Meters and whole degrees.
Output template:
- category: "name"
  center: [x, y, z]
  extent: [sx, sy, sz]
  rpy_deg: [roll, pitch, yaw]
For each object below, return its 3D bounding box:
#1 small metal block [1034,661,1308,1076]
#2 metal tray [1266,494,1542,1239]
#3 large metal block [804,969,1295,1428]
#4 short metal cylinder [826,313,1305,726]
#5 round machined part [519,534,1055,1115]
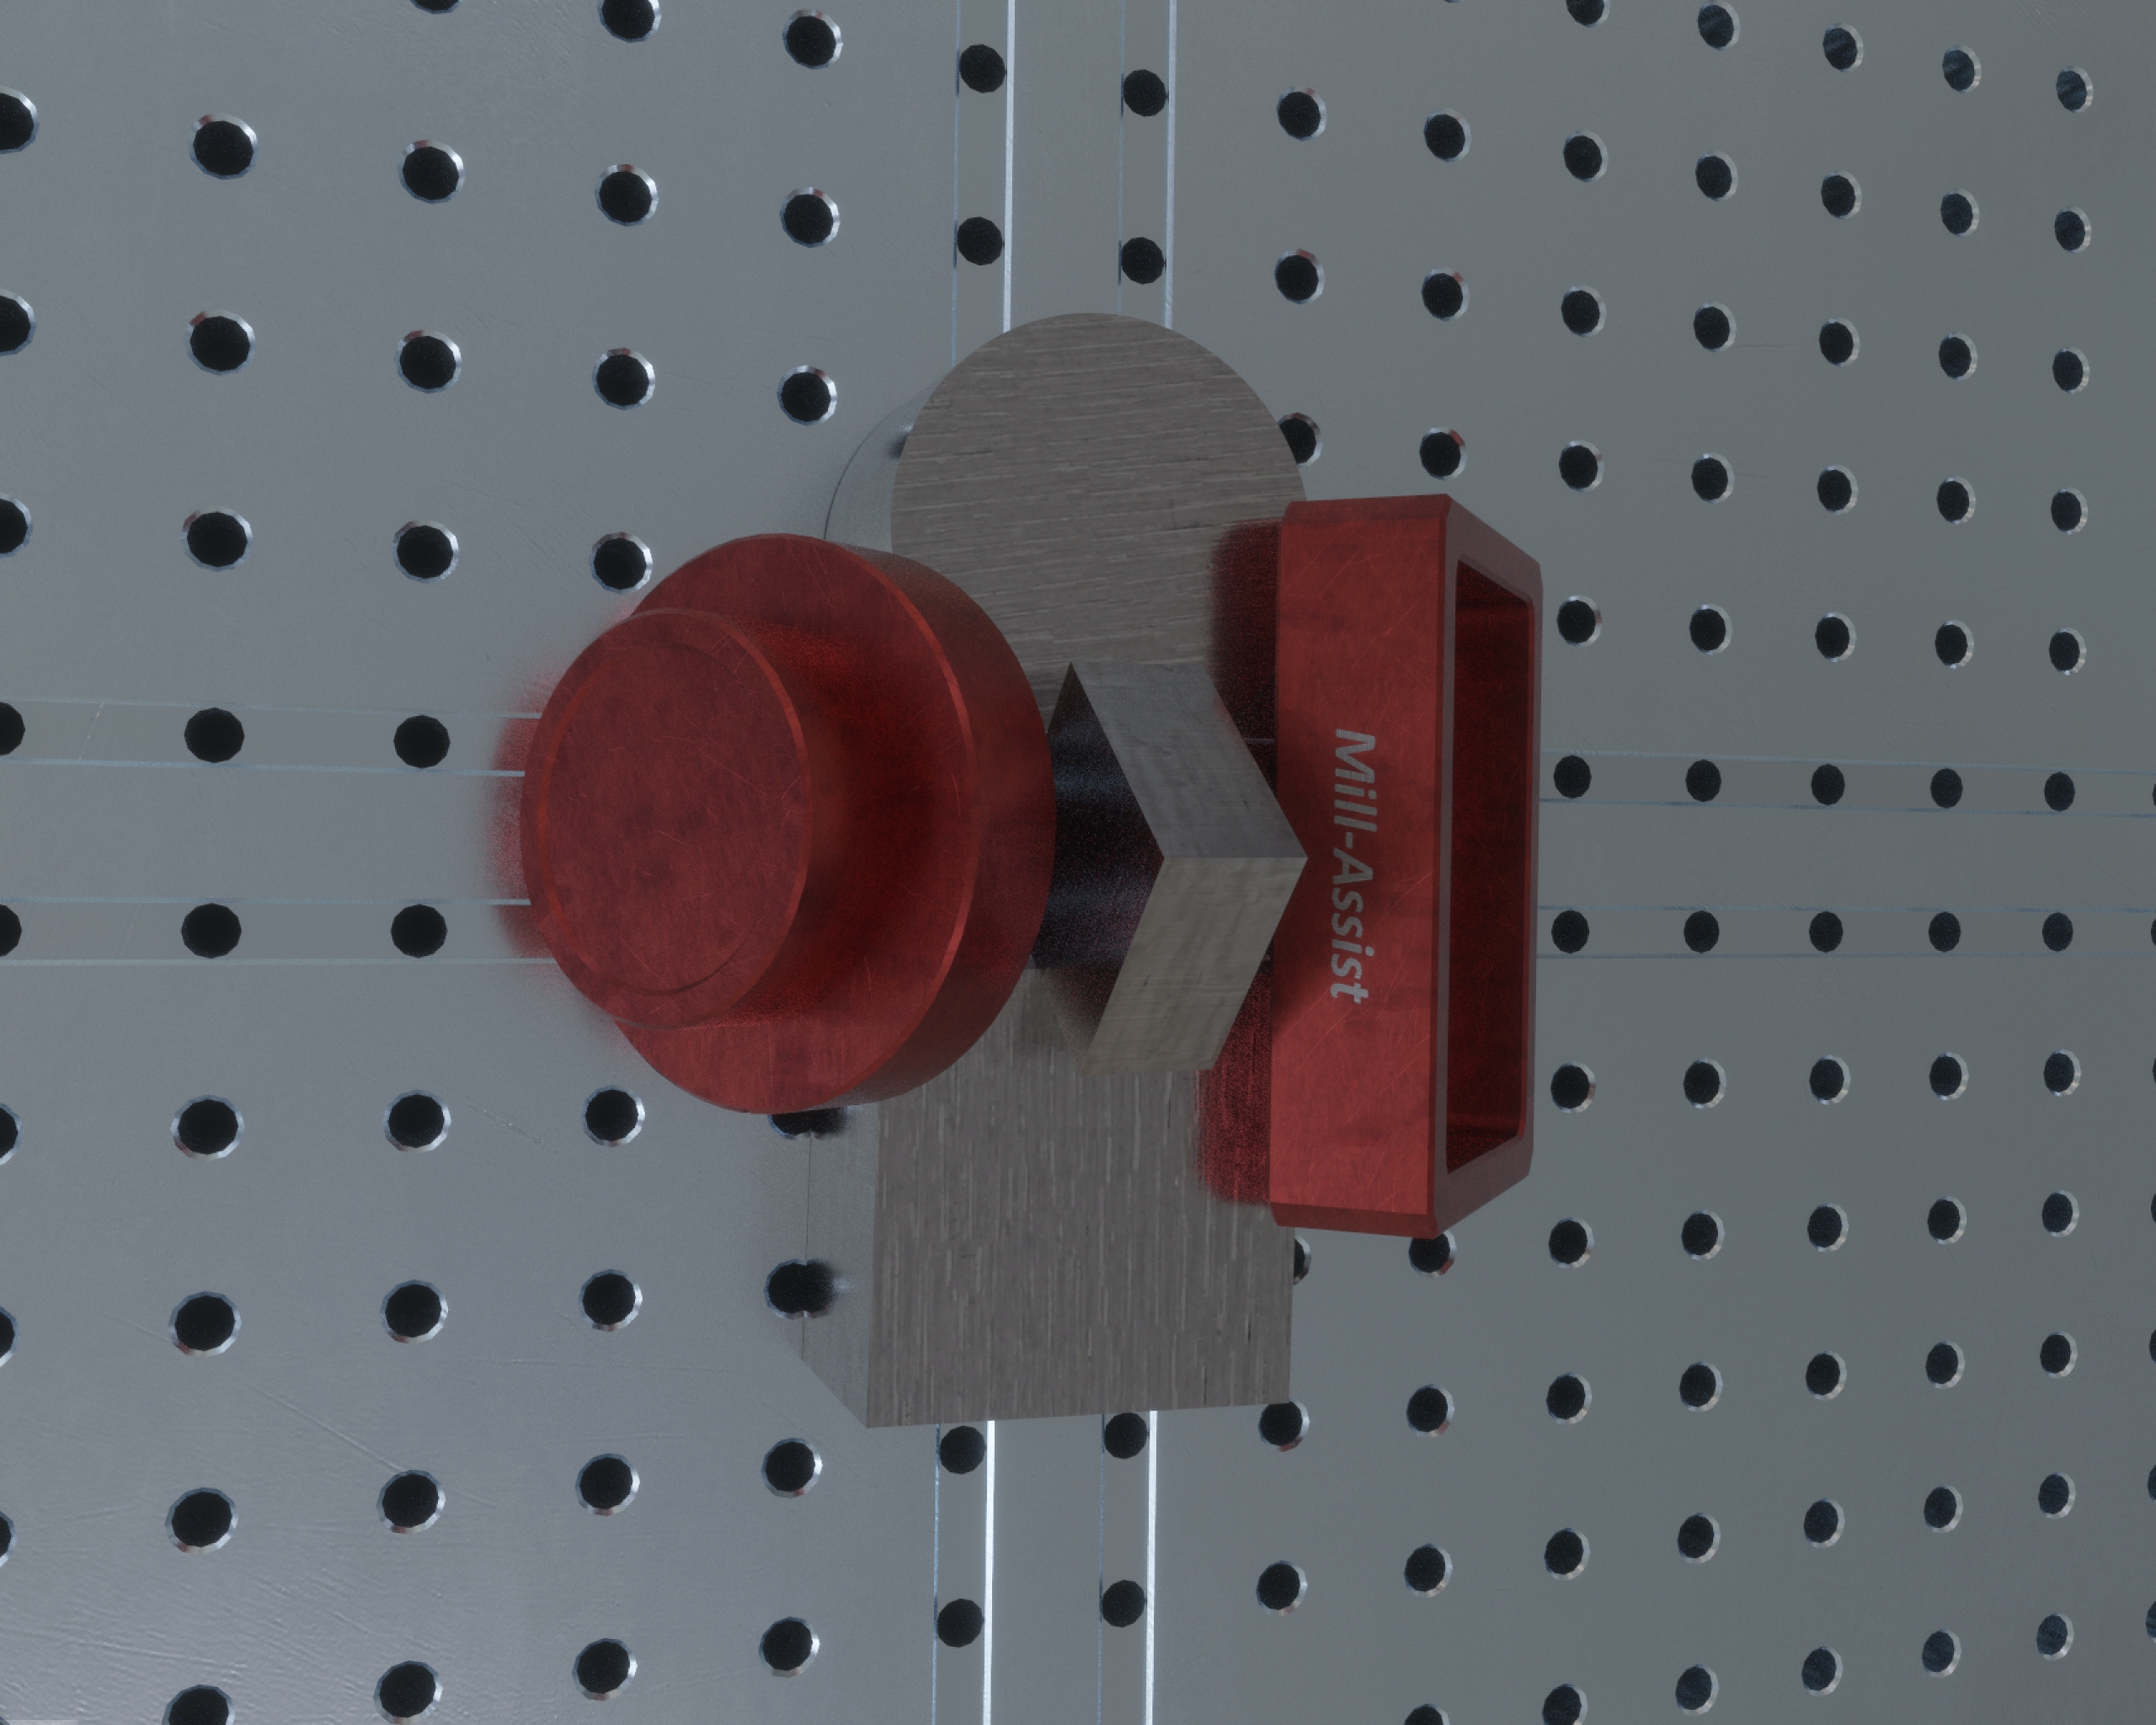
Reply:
- category: "small metal block"
  center: [0.011, 0.001, 0.358]
  extent: [0.025, 0.050, 0.050]
  rpy_deg: [0, 132, -23]
- category: "metal tray"
  center: [0.066, 0.001, 0.404]
  extent: [0.030, 0.090, 0.129]
  rpy_deg: [1, 90, 23]
- category: "large metal block"
  center: [-0.006, 0.059, 0.397]
  extent: [0.081, 0.050, 0.080]
  rpy_deg: [2, 89, -20]
- category: "short metal cylinder"
  center: [-0.003, -0.059, 0.397]
  extent: [0.081, 0.050, 0.080]
  rpy_deg: [0, 90, -20]
- category: "round machined part"
  center: [-0.055, -0.006, 0.349]
  extent: [0.042, 0.098, 0.097]
  rpy_deg: [2, 89, -53]
